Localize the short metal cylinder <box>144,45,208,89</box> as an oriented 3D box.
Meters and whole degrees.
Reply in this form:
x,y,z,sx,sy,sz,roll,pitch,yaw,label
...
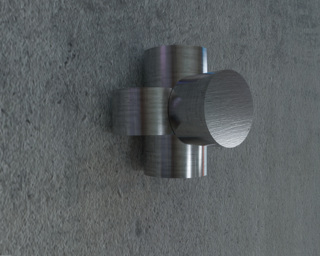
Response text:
x,y,z,sx,sy,sz,roll,pitch,yaw,label
0.020,-0.070,0.389,0.081,0.080,0.050,-2,92,-40,short metal cylinder

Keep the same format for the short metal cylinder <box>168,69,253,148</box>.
x,y,z,sx,sy,sz,roll,pitch,yaw,label
0.056,-0.020,0.334,0.081,0.050,0.079,0,90,-40,short metal cylinder

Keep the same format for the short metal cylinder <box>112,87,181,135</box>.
x,y,z,sx,sy,sz,roll,pitch,yaw,label
-0.015,-0.018,0.360,0.081,0.080,0.050,-2,91,-40,short metal cylinder

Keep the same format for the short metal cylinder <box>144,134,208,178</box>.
x,y,z,sx,sy,sz,roll,pitch,yaw,label
0.020,0.032,0.389,0.081,0.080,0.050,0,91,-40,short metal cylinder

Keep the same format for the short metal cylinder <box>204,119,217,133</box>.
x,y,z,sx,sy,sz,roll,pitch,yaw,label
0.047,-0.019,0.412,0.081,0.080,0.050,-1,91,-40,short metal cylinder
